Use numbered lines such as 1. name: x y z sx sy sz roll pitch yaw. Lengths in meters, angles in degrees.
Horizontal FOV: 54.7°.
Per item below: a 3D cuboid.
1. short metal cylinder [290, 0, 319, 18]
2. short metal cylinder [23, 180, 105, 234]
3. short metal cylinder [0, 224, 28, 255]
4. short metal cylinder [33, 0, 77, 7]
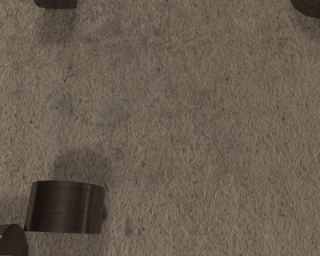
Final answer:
1. short metal cylinder: 0.250 -0.219 0.478 0.081 0.050 0.080 0 70 0
2. short metal cylinder: -0.104 0.090 0.345 0.081 0.080 0.050 2 70 0
3. short metal cylinder: -0.180 0.144 0.324 0.050 0.080 0.080 -5 70 -2
4. short metal cylinder: -0.157 -0.221 0.458 0.050 0.080 0.080 -1 70 -1
